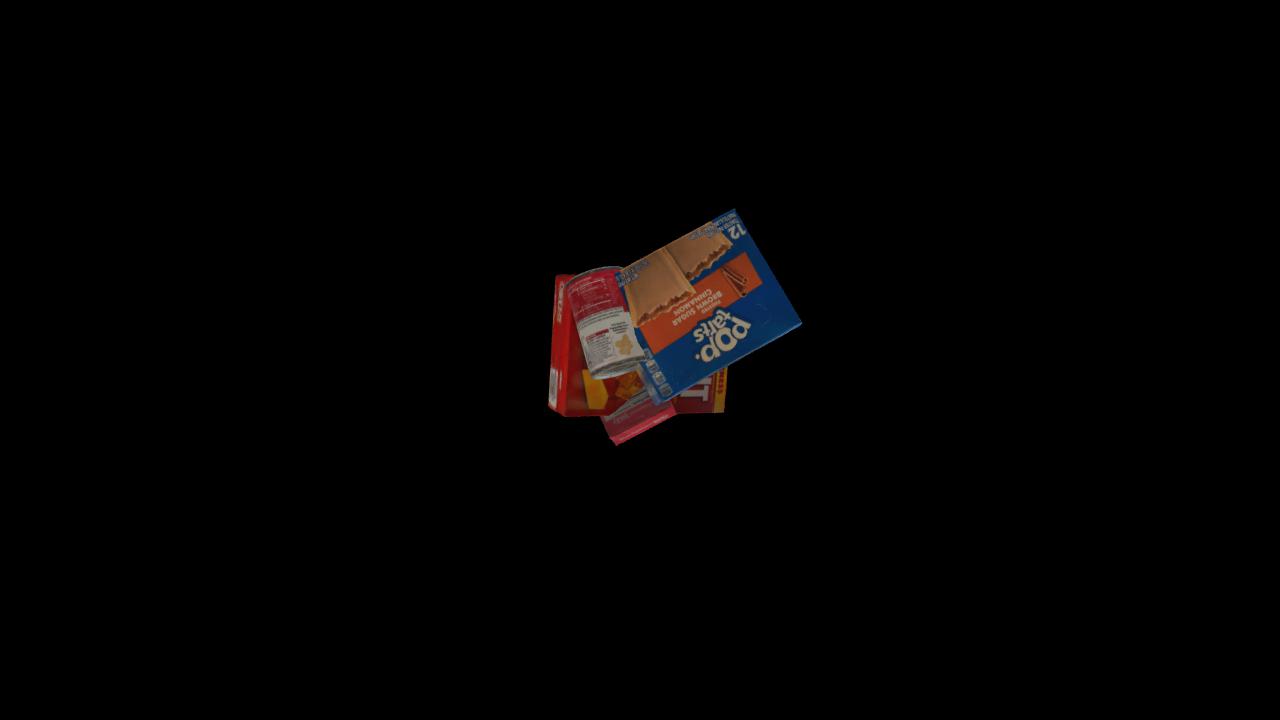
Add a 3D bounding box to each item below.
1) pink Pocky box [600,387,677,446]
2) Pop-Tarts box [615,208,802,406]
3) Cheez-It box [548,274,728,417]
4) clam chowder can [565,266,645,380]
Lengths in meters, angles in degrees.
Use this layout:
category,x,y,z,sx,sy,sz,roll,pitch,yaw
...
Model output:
category,x,y,z,sx,sy,sz,roll,pitch,yaw
pink Pocky box,-0.024,0.024,0.764,0.084,0.155,0.029,-28,-37,-1
Pop-Tarts box,0.058,-0.053,0.659,0.167,0.141,0.083,-29,-4,-5
Cheez-It box,0.004,-0.017,0.763,0.223,0.166,0.071,1,8,-26
clam chowder can,-0.033,-0.037,0.637,0.068,0.102,0.068,-16,-10,-3
